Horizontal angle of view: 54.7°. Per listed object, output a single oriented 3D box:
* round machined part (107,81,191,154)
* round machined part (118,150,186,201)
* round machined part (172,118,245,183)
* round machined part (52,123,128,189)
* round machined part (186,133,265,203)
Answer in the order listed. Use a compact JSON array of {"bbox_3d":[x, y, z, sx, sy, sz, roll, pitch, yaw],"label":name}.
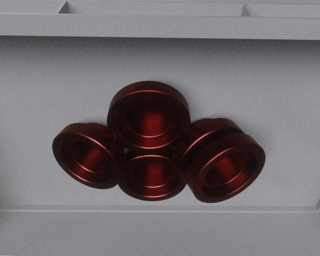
[{"bbox_3d":[-0.013,-0.017,0.380,0.099,0.042,0.097,0,130,0],"label":"round machined part"},{"bbox_3d":[-0.011,0.059,0.445,0.099,0.042,0.097,0,130,0],"label":"round machined part"},{"bbox_3d":[0.061,0.026,0.405,0.099,0.042,0.097,-15,132,-17],"label":"round machined part"},{"bbox_3d":[-0.087,0.032,0.408,0.098,0.042,0.097,13,132,16],"label":"round machined part"},{"bbox_3d":[0.076,0.044,0.383,0.099,0.042,0.097,-15,132,-17],"label":"round machined part"}]
